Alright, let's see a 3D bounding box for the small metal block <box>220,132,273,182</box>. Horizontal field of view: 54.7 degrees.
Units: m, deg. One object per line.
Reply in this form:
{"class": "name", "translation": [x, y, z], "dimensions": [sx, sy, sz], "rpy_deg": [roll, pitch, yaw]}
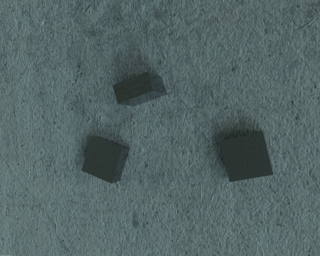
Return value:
{"class": "small metal block", "translation": [0.104, 0.034, 0.372], "dimensions": [0.050, 0.025, 0.050], "rpy_deg": [-14, 85, 19]}

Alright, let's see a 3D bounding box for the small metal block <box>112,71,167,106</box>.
{"class": "small metal block", "translation": [-0.025, -0.050, 0.405], "dimensions": [0.050, 0.050, 0.025], "rpy_deg": [-18, 84, 19]}

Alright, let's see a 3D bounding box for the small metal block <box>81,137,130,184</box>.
{"class": "small metal block", "translation": [-0.076, 0.044, 0.436], "dimensions": [0.050, 0.025, 0.050], "rpy_deg": [19, 96, 19]}
